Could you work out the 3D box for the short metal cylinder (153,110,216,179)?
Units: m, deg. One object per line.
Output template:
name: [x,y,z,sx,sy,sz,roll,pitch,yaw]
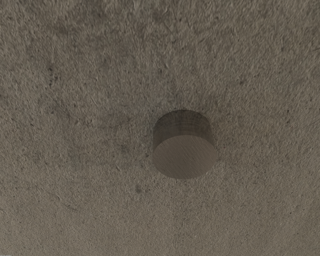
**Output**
short metal cylinder: [0.031,0.023,0.410,0.080,0.050,0.080,0,130,0]
